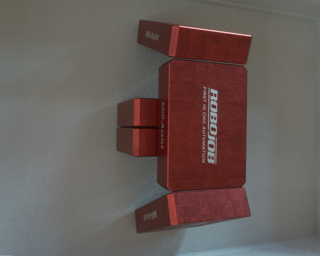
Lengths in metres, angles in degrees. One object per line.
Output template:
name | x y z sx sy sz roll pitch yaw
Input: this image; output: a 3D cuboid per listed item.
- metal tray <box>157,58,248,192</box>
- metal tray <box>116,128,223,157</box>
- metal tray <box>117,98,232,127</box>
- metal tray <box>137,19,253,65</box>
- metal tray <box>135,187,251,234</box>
metal tray | 0.045 -0.002 0.327 0.091 0.030 0.129 1 90 -21
metal tray | 0.020 0.015 0.382 0.131 0.090 0.030 1 90 -20
metal tray | 0.021 -0.016 0.382 0.131 0.090 0.030 1 90 -20
metal tray | 0.033 -0.104 0.364 0.091 0.130 0.030 1 110 -20
metal tray | 0.031 0.099 0.363 0.091 0.129 0.030 1 68 -21
